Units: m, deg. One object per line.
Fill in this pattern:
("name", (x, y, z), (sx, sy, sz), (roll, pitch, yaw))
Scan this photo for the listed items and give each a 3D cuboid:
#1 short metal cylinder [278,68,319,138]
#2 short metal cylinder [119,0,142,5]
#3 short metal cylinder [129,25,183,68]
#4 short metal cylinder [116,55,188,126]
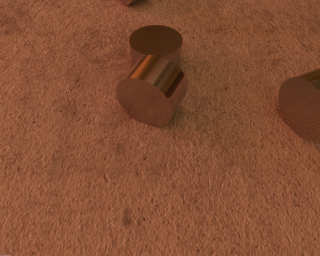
("short metal cylinder", (0.200, -0.034, 0.397), (0.050, 0.080, 0.080), (-20, 53, -16))
("short metal cylinder", (-0.057, -0.291, 0.611), (0.050, 0.080, 0.080), (-30, 56, -23))
("short metal cylinder", (-0.006, -0.117, 0.485), (0.080, 0.050, 0.080), (0, 50, 0))
("short metal cylinder", (-0.010, -0.048, 0.408), (0.080, 0.080, 0.050), (20, 53, 16))
